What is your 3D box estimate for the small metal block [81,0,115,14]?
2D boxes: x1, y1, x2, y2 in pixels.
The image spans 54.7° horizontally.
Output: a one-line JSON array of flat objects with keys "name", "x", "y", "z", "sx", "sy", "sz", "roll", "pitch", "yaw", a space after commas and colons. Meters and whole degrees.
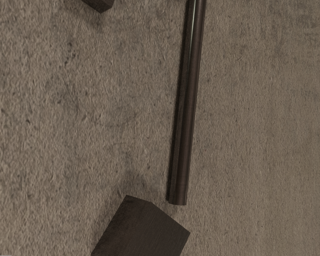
[{"name": "small metal block", "x": -0.073, "y": -0.166, "z": 0.345, "sx": 0.050, "sy": 0.025, "sz": 0.050, "roll": 26, "pitch": 74, "yaw": -37}]

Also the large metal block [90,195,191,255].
[{"name": "large metal block", "x": -0.021, "y": 0.139, "z": 0.373, "sx": 0.080, "sy": 0.050, "sz": 0.080, "roll": 46, "pitch": 63, "yaw": -31}]

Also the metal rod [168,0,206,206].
[{"name": "metal rod", "x": 0.040, "y": -0.043, "z": 0.440, "sx": 0.025, "sy": 0.025, "sz": 0.298, "roll": 10, "pitch": 83, "yaw": -40}]
